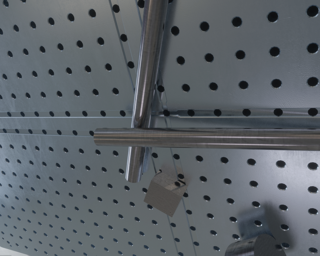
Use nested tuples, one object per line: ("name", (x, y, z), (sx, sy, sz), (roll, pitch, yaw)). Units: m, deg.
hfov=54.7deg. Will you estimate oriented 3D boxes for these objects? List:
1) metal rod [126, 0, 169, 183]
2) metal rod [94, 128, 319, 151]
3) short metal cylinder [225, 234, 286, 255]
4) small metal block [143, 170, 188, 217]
("metal rod", (-0.020, -0.044, 0.394), (0.025, 0.025, 0.298), (21, 127, 15))
("metal rod", (0.057, 0.012, 0.368), (0.301, 0.025, 0.025), (0, 119, 21))
("short metal cylinder", (0.134, 0.192, 0.424), (0.080, 0.080, 0.050), (48, 129, -6))
("small metal block", (0.008, 0.100, 0.469), (0.050, 0.025, 0.050), (27, 128, 11))
